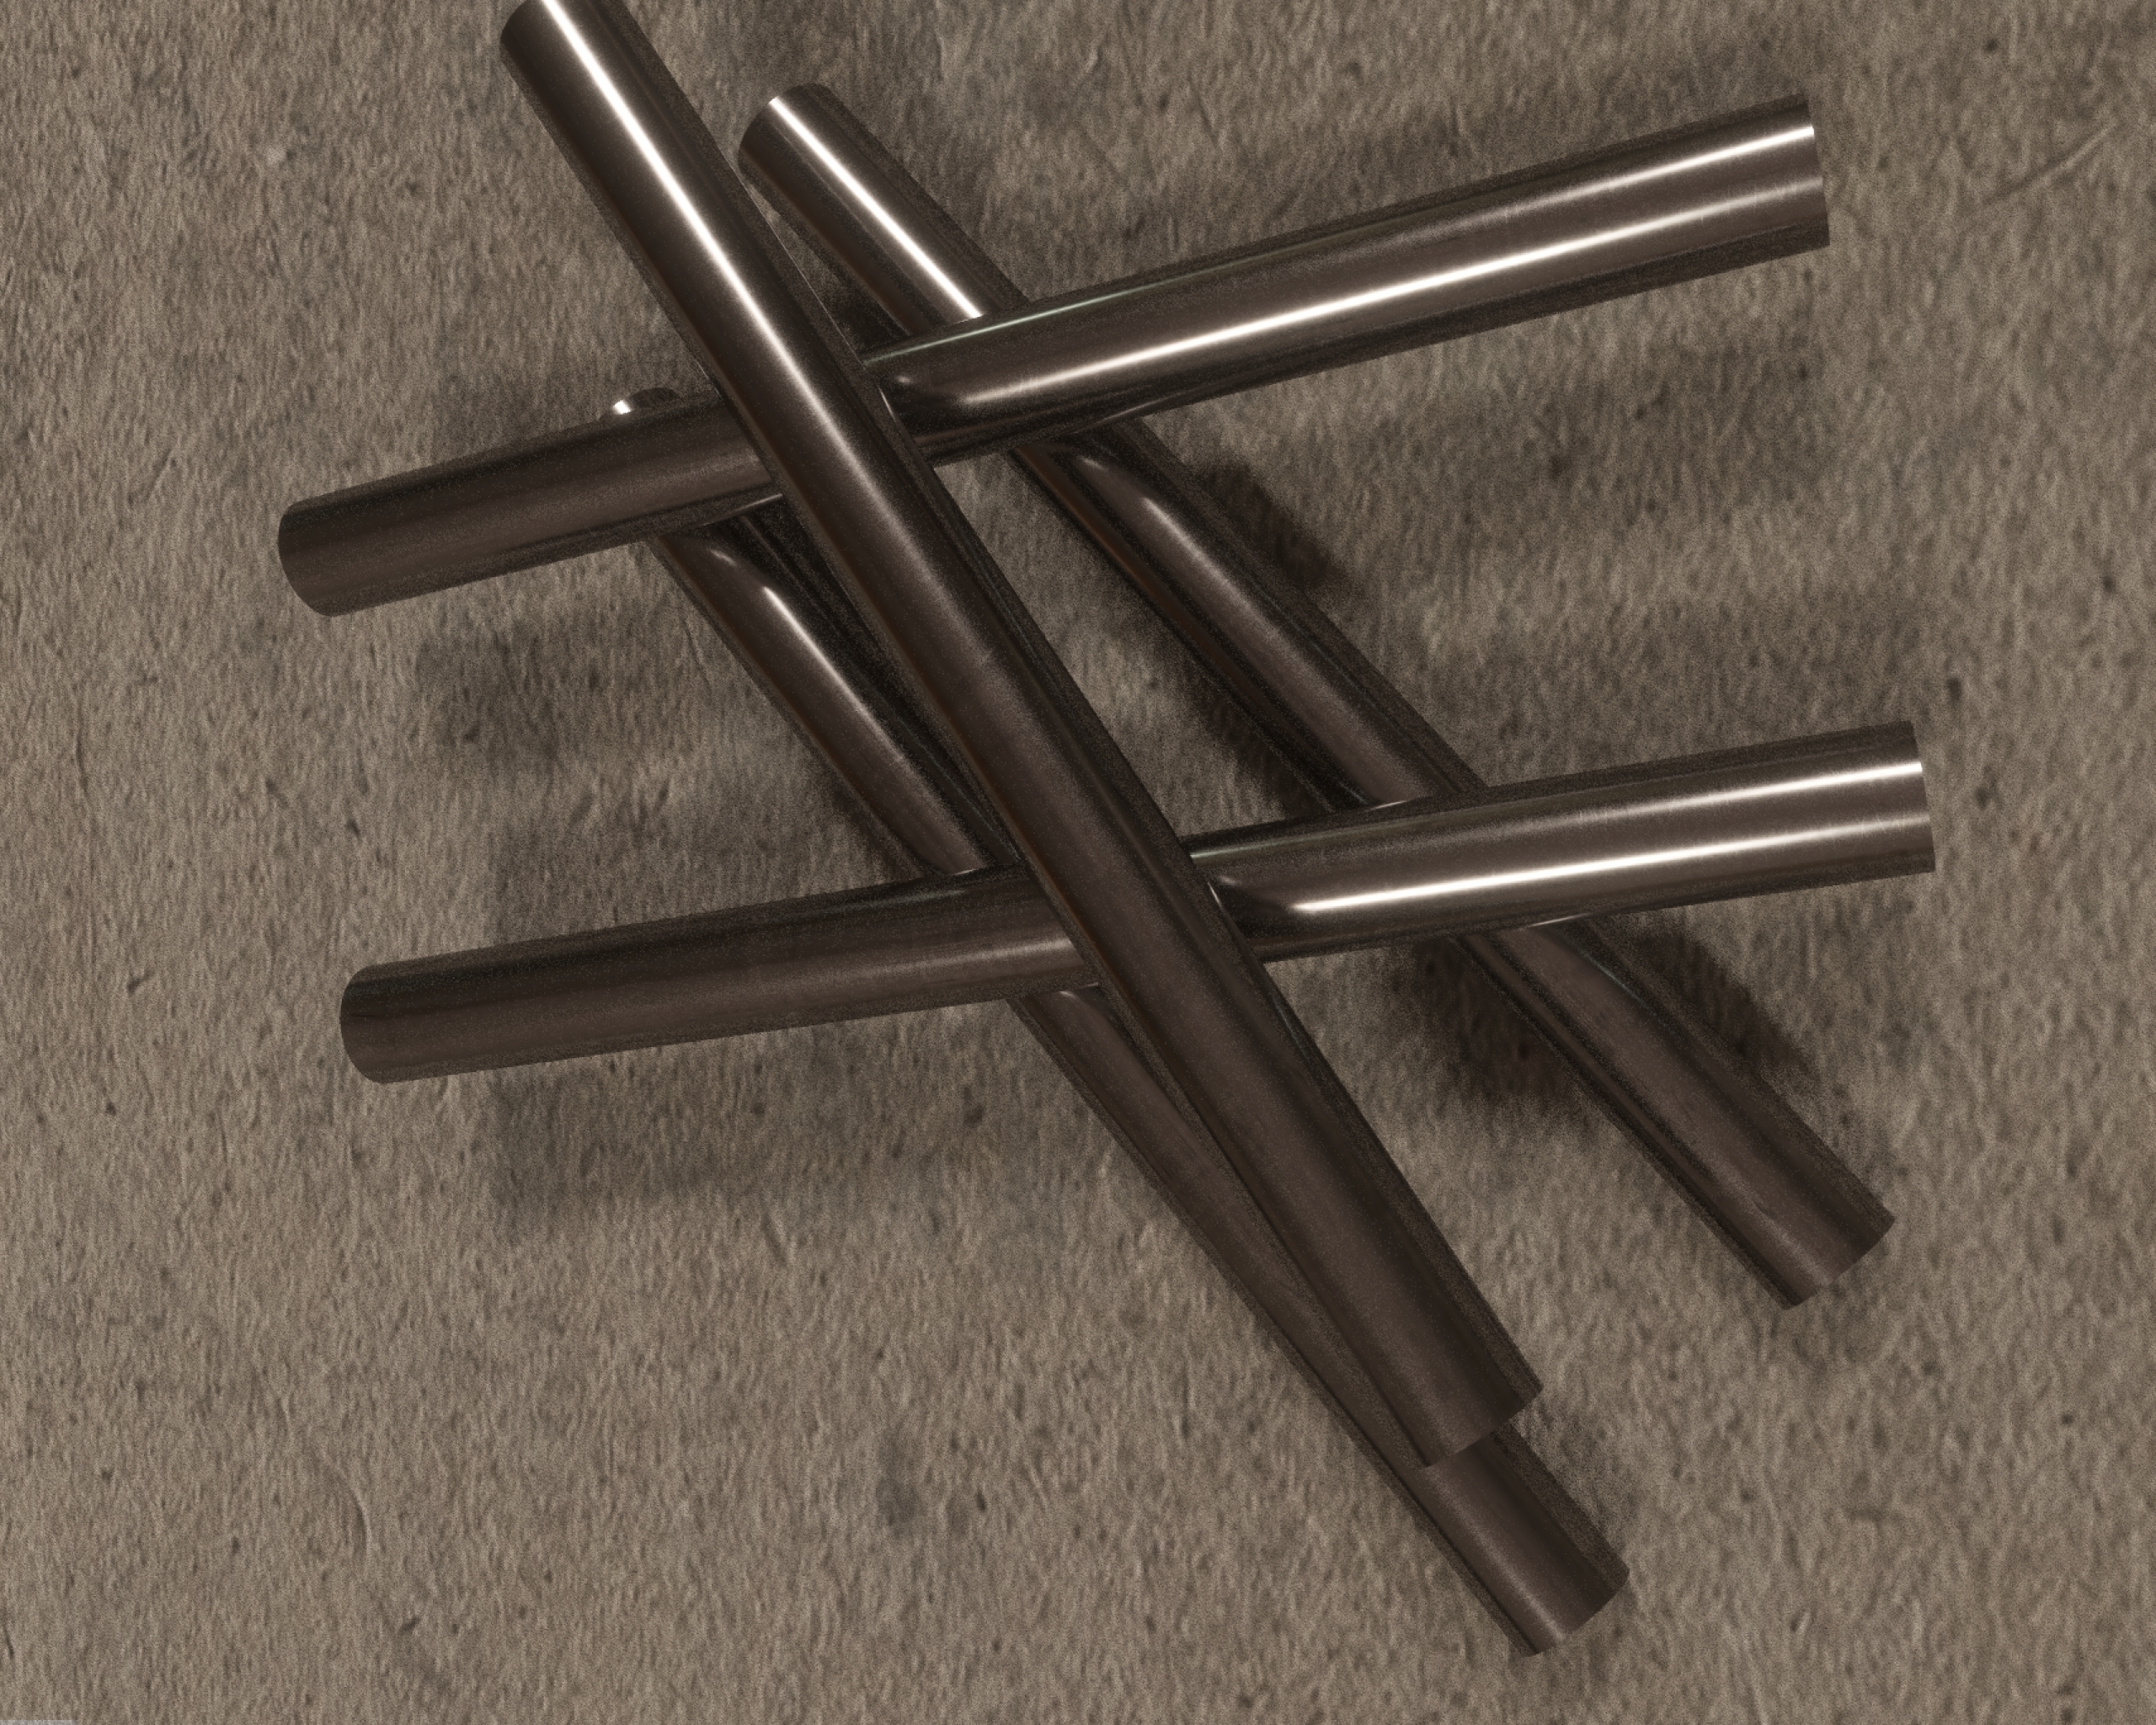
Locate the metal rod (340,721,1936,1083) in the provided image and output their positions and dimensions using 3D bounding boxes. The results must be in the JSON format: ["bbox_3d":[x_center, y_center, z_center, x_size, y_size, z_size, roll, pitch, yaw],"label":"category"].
[{"bbox_3d":[-0.004,0.011,0.385,0.301,0.025,0.025,-9,87,19],"label":"metal rod"}]

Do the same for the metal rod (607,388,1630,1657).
[{"bbox_3d":[-0.002,0.022,0.409,0.025,0.025,0.300,-42,77,15],"label":"metal rod"}]

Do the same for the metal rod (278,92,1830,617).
[{"bbox_3d":[-0.019,-0.089,0.390,0.301,0.025,0.025,-10,87,19],"label":"metal rod"}]

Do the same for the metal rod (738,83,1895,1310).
[{"bbox_3d":[0.036,-0.040,0.396,0.025,0.025,0.300,-44,77,14],"label":"metal rod"}]

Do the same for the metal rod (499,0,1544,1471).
[{"bbox_3d":[-0.016,-0.033,0.362,0.025,0.025,0.299,-36,79,16],"label":"metal rod"}]
